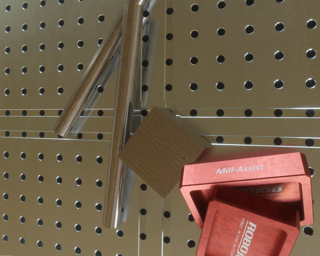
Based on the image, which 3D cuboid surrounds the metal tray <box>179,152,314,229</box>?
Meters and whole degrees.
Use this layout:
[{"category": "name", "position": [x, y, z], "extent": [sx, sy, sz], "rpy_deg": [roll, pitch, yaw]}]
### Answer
[{"category": "metal tray", "position": [0.097, 0.075, 0.347], "extent": [0.130, 0.030, 0.090], "rpy_deg": [-9, 130, 19]}]

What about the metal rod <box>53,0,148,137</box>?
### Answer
[{"category": "metal rod", "position": [-0.069, -0.117, 0.435], "extent": [0.025, 0.025, 0.299], "rpy_deg": [36, 101, 16]}]

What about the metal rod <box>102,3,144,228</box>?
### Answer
[{"category": "metal rod", "position": [-0.051, -0.011, 0.418], "extent": [0.025, 0.025, 0.298], "rpy_deg": [9, 97, 19]}]

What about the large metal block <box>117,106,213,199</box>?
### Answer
[{"category": "large metal block", "position": [0.007, 0.029, 0.396], "extent": [0.080, 0.050, 0.080], "rpy_deg": [40, 102, 15]}]

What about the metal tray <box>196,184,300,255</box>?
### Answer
[{"category": "metal tray", "position": [0.091, 0.134, 0.348], "extent": [0.090, 0.030, 0.129], "rpy_deg": [16, 119, 15]}]
